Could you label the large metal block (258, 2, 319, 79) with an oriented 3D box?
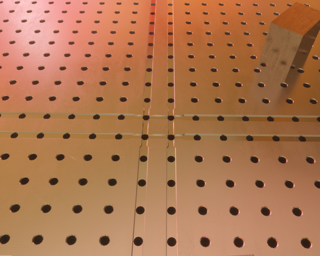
[{"bbox_3d":[0.207,-0.138,0.489,0.050,0.080,0.080,35,58,25],"label":"large metal block"}]
